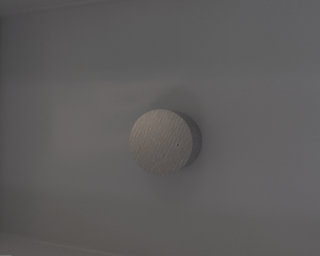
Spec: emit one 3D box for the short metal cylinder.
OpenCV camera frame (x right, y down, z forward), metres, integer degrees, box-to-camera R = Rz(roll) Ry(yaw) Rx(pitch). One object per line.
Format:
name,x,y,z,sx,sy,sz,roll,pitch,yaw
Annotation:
short metal cylinder,0.008,0.017,0.395,0.080,0.050,0.080,0,90,20
